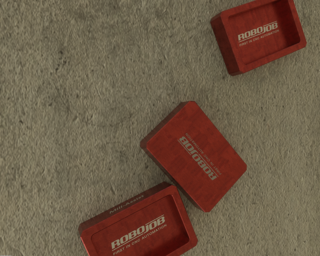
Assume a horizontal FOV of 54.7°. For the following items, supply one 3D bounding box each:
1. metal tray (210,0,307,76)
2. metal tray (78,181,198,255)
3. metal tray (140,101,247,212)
[{"bbox_3d":[0.149,-0.141,0.460,0.131,0.030,0.090,-24,98,-19],"label":"metal tray"},{"bbox_3d":[-0.026,0.137,0.396,0.131,0.030,0.090,-24,98,-19],"label":"metal tray"},{"bbox_3d":[0.048,0.039,0.424,0.090,0.030,0.130,-45,104,-15],"label":"metal tray"}]
